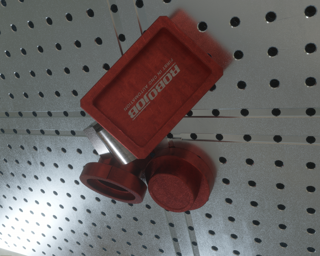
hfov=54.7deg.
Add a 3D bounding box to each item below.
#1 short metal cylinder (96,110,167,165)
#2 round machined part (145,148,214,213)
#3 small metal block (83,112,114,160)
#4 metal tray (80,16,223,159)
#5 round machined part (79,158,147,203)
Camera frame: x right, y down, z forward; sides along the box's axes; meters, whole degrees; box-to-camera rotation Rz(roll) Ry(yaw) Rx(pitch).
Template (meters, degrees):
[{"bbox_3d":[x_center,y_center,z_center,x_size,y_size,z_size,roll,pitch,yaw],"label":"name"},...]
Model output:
[{"bbox_3d":[-0.034,0.002,0.393,0.080,0.080,0.050,-28,103,37],"label":"short metal cylinder"},{"bbox_3d":[0.022,0.080,0.437,0.098,0.042,0.097,13,124,20],"label":"round machined part"},{"bbox_3d":[-0.070,0.009,0.434,0.025,0.050,0.050,-17,110,44],"label":"small metal block"},{"bbox_3d":[-0.008,-0.042,0.335,0.090,0.030,0.130,43,89,-2],"label":"metal tray"},{"bbox_3d":[-0.065,0.074,0.462,0.098,0.042,0.098,15,152,9],"label":"round machined part"}]
